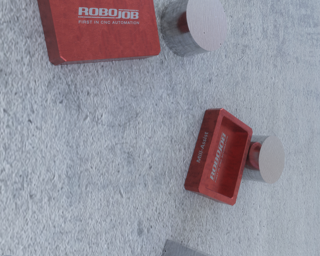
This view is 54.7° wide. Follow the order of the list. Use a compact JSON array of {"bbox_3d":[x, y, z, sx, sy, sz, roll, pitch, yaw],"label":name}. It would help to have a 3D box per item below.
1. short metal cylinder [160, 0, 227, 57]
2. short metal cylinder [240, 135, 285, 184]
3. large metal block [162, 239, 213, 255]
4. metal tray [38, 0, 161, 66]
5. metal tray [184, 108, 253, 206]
[{"bbox_3d":[0.047,-0.142,0.428,0.081,0.050,0.079,0,90,-40],"label":"short metal cylinder"},{"bbox_3d":[0.170,0.052,0.531,0.081,0.050,0.079,0,90,-40],"label":"short metal cylinder"},{"bbox_3d":[0.039,0.201,0.403,0.050,0.080,0.080,32,70,-36],"label":"large metal block"},{"bbox_3d":[-0.063,-0.122,0.348,0.131,0.030,0.089,-15,100,-39],"label":"metal tray"},{"bbox_3d":[0.094,0.045,0.480,0.090,0.030,0.130,29,72,-36],"label":"metal tray"}]
